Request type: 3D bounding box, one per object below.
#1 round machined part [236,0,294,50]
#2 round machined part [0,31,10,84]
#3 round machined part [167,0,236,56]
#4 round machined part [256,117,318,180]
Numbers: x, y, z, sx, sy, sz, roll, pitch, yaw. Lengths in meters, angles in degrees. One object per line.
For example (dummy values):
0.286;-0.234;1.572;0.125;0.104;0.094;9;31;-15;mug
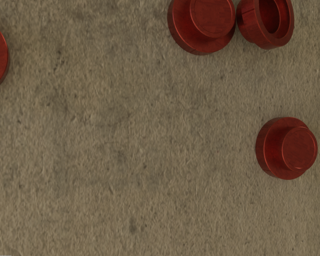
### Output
0.148;-0.161;0.447;0.099;0.042;0.097;3;86;-37;round machined part
-0.212;-0.079;0.321;0.099;0.042;0.097;0;90;-21;round machined part
0.063;-0.152;0.424;0.099;0.042;0.097;0;90;-20;round machined part
0.201;0.032;0.476;0.099;0.042;0.097;0;90;-21;round machined part
